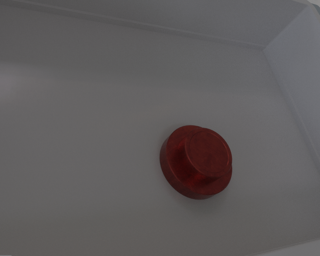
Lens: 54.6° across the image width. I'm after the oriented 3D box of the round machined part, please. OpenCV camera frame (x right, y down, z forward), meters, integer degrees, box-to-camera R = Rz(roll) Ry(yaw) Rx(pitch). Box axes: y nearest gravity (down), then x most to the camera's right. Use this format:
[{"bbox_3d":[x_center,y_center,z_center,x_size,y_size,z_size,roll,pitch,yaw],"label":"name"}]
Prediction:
[{"bbox_3d":[0.053,0.039,0.399,0.099,0.042,0.098,13,56,-21],"label":"round machined part"}]
